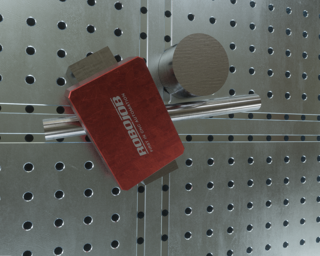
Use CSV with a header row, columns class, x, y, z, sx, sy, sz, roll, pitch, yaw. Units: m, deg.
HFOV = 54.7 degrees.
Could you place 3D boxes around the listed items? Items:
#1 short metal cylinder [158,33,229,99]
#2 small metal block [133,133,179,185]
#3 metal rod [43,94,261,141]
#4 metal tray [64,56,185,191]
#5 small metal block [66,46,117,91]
class,x,y,z,sx,sy,sz,roll,pitch,yaw
short metal cylinder,0.044,-0.081,0.416,0.081,0.050,0.079,0,90,-21
small metal block,-0.011,0.040,0.408,0.050,0.025,0.050,-25,99,-19
metal rod,0.005,-0.019,0.415,0.303,0.025,0.025,-8,93,-20
metal tray,-0.037,-0.005,0.356,0.091,0.030,0.129,-32,112,-17
small metal block,-0.082,-0.070,0.369,0.050,0.050,0.025,-33,101,-17
